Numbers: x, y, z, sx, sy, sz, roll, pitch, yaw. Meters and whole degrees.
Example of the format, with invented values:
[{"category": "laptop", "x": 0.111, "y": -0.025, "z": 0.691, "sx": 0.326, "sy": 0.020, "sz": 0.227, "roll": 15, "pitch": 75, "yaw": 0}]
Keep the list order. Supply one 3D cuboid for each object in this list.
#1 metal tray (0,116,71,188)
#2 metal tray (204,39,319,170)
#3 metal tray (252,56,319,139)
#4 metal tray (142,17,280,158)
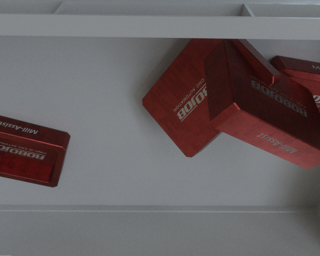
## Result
[{"category": "metal tray", "x": -0.200, "y": 0.032, "z": 0.430, "sx": 0.131, "sy": 0.030, "sz": 0.089, "roll": 15, "pitch": 129, "yaw": -13}, {"category": "metal tray", "x": 0.105, "y": -0.021, "z": 0.301, "sx": 0.131, "sy": 0.090, "sz": 0.030, "roll": 22, "pitch": 138, "yaw": -25}, {"category": "metal tray", "x": 0.186, "y": -0.032, "z": 0.379, "sx": 0.131, "sy": 0.030, "sz": 0.089, "roll": 8, "pitch": 130, "yaw": -7}, {"category": "metal tray", "x": 0.049, "y": -0.040, "z": 0.338, "sx": 0.090, "sy": 0.030, "sz": 0.129, "roll": 50, "pitch": 122, "yaw": 11}]
